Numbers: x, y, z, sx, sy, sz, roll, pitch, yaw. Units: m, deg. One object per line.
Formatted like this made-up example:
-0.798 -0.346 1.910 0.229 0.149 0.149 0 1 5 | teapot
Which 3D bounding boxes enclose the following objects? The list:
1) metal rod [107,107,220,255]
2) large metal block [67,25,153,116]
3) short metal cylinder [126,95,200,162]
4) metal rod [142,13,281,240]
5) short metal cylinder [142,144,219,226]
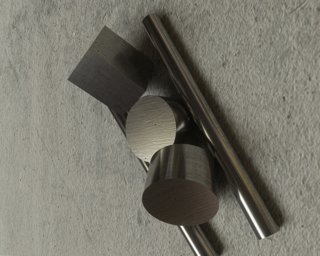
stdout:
-0.016 0.041 0.419 0.025 0.025 0.299 -48 62 29 | metal rod
-0.060 -0.075 0.400 0.050 0.080 0.080 -44 22 31 | large metal block
0.003 0.001 0.387 0.080 0.050 0.080 0 90 40 | short metal cylinder
0.049 -0.018 0.365 0.025 0.025 0.299 -39 66 33 | metal rod
0.024 0.064 0.343 0.080 0.080 0.050 -38 24 33 | short metal cylinder
